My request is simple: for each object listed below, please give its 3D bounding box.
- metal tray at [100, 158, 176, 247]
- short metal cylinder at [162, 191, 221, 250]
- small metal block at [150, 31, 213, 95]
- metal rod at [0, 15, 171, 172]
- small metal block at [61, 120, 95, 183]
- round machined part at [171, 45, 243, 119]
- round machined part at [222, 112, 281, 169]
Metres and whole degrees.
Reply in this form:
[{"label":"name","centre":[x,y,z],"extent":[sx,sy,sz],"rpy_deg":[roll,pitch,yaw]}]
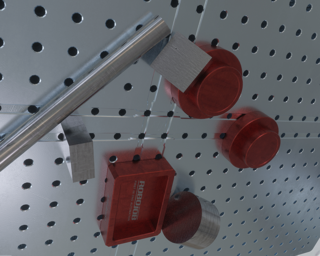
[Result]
[{"label":"metal tray","centre":[-0.034,0.110,0.456],"extent":[0.091,0.030,0.129],"rpy_deg":[-3,120,-27]},{"label":"short metal cylinder","centre":[0.048,0.147,0.492],"extent":[0.050,0.080,0.080],"rpy_deg":[33,100,-38]},{"label":"small metal block","centre":[0.025,-0.075,0.360],"extent":[0.050,0.050,0.025],"rpy_deg":[-51,171,8]},{"label":"metal rod","centre":[-0.112,-0.019,0.337],"extent":[0.300,0.025,0.025],"rpy_deg":[-40,129,-2]},{"label":"small metal block","centre":[-0.095,0.026,0.359],"extent":[0.025,0.050,0.050],"rpy_deg":[-10,123,-23]},{"label":"round machined part","centre":[0.068,-0.054,0.403],"extent":[0.099,0.042,0.097],"rpy_deg":[-14,124,-21]},{"label":"round machined part","centre":[0.154,0.026,0.500],"extent":[0.099,0.042,0.097],"rpy_deg":[-14,124,-21]}]
